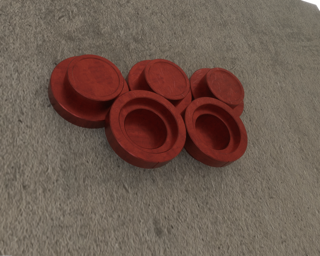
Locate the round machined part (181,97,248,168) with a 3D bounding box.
[{"bbox_3d":[0.068,0.009,0.427,0.099,0.042,0.098,14,56,-21],"label":"round machined part"}]

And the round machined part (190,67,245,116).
[{"bbox_3d":[0.090,-0.054,0.478,0.099,0.042,0.098,14,56,-21],"label":"round machined part"}]

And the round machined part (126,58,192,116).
[{"bbox_3d":[0.002,-0.057,0.432,0.099,0.042,0.098,14,56,-21],"label":"round machined part"}]

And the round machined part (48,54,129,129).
[{"bbox_3d":[-0.084,-0.052,0.382,0.099,0.042,0.098,14,56,-21],"label":"round machined part"}]

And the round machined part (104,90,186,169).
[{"bbox_3d":[-0.021,0.005,0.381,0.099,0.042,0.098,14,56,-21],"label":"round machined part"}]
